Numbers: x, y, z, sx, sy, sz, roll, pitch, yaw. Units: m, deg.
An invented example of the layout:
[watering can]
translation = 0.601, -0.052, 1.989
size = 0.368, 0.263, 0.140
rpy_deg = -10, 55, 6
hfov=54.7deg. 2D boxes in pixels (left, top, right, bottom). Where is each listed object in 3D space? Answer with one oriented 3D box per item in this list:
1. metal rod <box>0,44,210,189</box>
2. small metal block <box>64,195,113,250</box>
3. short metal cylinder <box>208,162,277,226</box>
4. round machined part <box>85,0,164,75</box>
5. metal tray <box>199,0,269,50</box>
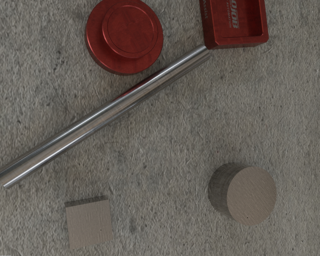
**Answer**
[metal rod]
translation = -0.057, -0.024, 0.388
size = 0.302, 0.025, 0.025
rpy_deg = -35, 102, -17
[small metal block]
translation = -0.087, 0.114, 0.378
size = 0.050, 0.025, 0.050
rpy_deg = -7, 92, -20
[short metal cylinder]
translation = 0.116, 0.091, 0.440
size = 0.081, 0.050, 0.079
rpy_deg = 0, 90, -21
[round machined part]
translation = -0.041, -0.117, 0.385
size = 0.099, 0.042, 0.097
rpy_deg = 0, 90, -21
[metal tray]
translation = 0.104, -0.183, 0.445
size = 0.091, 0.030, 0.129
rpy_deg = -9, 93, -20
